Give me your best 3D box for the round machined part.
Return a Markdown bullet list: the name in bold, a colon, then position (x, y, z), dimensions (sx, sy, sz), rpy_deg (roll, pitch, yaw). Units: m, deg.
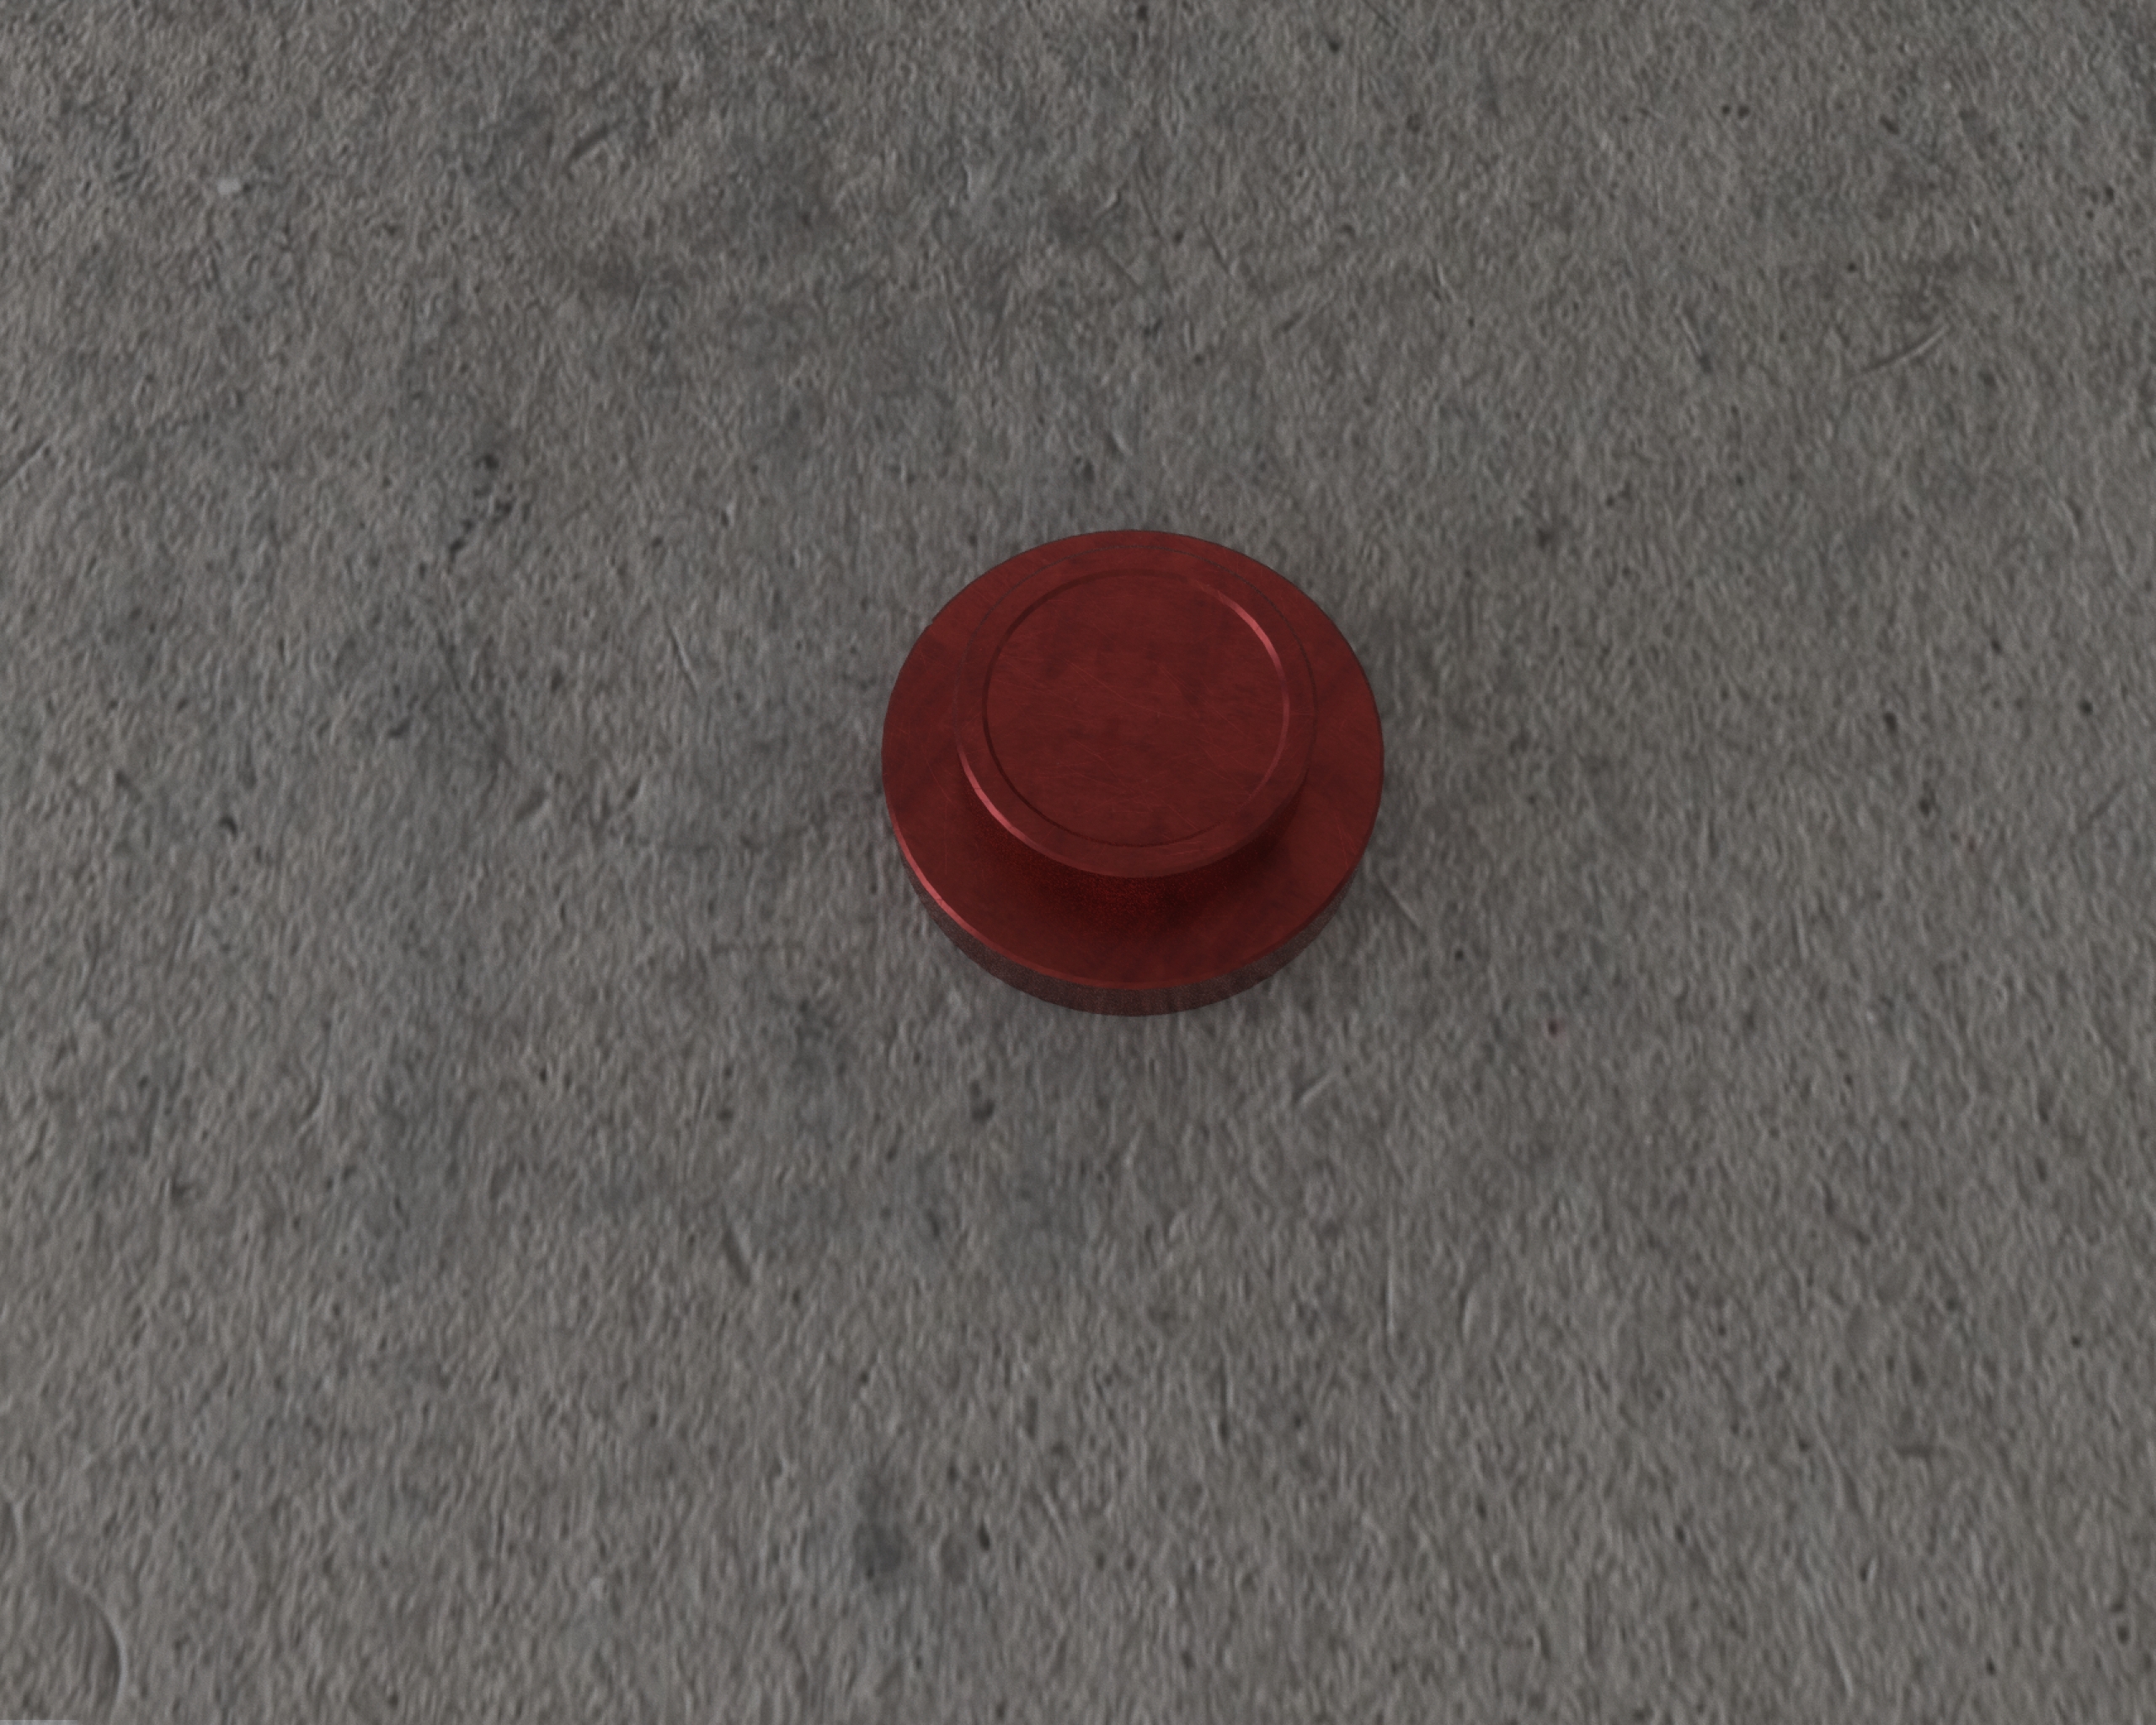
- **round machined part**: position (0.011, -0.023, 0.407), dimensions (0.099, 0.042, 0.098), rpy_deg (0, 70, 0)
